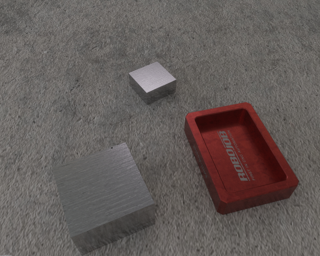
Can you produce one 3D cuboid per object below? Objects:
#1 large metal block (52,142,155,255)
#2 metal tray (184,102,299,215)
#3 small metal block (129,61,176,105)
[{"bbox_3d":[-0.058,0.072,0.326,0.081,0.050,0.080,-19,53,-15],"label":"large metal block"},{"bbox_3d":[0.091,0.030,0.374,0.091,0.030,0.130,-11,51,-10],"label":"metal tray"},{"bbox_3d":[-0.011,-0.067,0.459,0.050,0.025,0.050,-27,55,-21],"label":"small metal block"}]
